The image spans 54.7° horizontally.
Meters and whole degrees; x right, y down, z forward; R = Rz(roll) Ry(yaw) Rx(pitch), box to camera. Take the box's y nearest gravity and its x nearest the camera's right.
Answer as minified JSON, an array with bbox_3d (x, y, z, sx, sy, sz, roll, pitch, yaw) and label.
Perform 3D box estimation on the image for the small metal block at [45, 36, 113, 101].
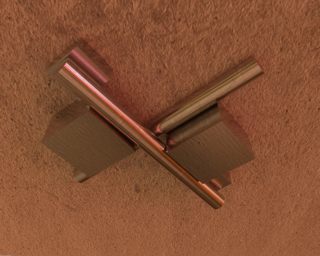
[{"bbox_3d":[-0.090,-0.066,0.352,0.050,0.025,0.050,-30,124,23],"label":"small metal block"}]

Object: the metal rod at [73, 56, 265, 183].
[{"bbox_3d":[-0.005,0.000,0.410,0.300,0.025,0.025,-32,124,24],"label":"metal rod"}]

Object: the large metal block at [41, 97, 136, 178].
[{"bbox_3d":[-0.086,0.007,0.395,0.080,0.050,0.080,-30,124,23],"label":"large metal block"}]

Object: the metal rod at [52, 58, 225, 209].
[{"bbox_3d":[-0.008,0.024,0.396,0.025,0.025,0.300,-32,124,24],"label":"metal rod"}]

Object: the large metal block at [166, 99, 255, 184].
[{"bbox_3d":[0.065,0.019,0.409,0.080,0.050,0.080,-32,124,24],"label":"large metal block"}]

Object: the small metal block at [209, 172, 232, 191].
[{"bbox_3d":[0.072,0.074,0.474,0.050,0.025,0.050,-36,122,26],"label":"small metal block"}]
